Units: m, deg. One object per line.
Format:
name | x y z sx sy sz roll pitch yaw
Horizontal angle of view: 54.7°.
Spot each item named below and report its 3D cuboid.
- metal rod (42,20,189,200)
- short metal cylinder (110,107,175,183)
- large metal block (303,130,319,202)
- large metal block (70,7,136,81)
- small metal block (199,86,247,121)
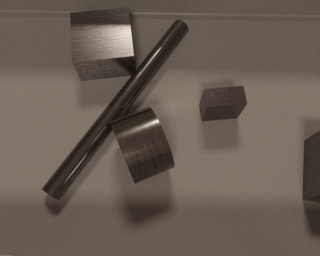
metal rod | -0.051 -0.036 0.422 0.025 0.025 0.300 32 73 10
short metal cylinder | -0.022 0.020 0.373 0.050 0.080 0.080 -22 72 -8
large metal block | 0.228 0.052 0.380 0.080 0.050 0.080 10 70 3
large metal block | -0.079 -0.118 0.439 0.081 0.050 0.080 -7 70 -3
small metal block | 0.081 -0.031 0.409 0.050 0.050 0.025 -5 70 -2
